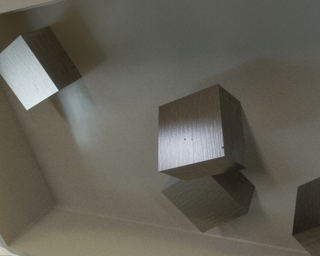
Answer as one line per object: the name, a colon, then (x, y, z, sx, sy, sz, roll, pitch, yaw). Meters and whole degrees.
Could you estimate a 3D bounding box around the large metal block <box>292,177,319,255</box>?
large metal block: (0.194, 0.089, 0.326, 0.050, 0.080, 0.080, 46, 129, -4)

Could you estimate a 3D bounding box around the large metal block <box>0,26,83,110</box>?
large metal block: (-0.171, -0.082, 0.432, 0.080, 0.050, 0.080, -21, 108, 36)

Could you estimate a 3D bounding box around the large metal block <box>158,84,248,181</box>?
large metal block: (0.045, 0.008, 0.346, 0.080, 0.080, 0.050, -19, 149, 35)

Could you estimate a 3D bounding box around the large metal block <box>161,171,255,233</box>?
large metal block: (0.063, 0.081, 0.409, 0.080, 0.050, 0.080, 46, 129, -4)
